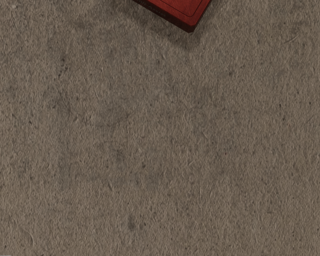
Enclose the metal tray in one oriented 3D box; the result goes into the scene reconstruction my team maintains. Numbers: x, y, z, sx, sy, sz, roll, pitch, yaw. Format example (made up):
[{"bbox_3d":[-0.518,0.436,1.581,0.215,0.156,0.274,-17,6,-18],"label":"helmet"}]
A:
[{"bbox_3d":[0.010,-0.198,0.407,0.130,0.030,0.090,30,90,-1],"label":"metal tray"}]
